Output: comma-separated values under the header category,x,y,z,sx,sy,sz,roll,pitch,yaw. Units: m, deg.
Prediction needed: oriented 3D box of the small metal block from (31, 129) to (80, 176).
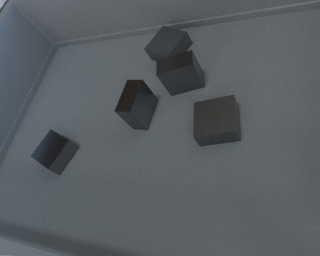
category,x,y,z,sx,sy,sz,roll,pitch,yaw
small metal block,-0.158,0.036,0.467,0.050,0.025,0.050,23,74,36

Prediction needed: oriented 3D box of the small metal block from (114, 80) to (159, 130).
category,x,y,z,sx,sy,sz,roll,pitch,yaw
small metal block,-0.030,-0.031,0.425,0.025,0.050,0.050,4,64,30

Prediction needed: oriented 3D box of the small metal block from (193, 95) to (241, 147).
category,x,y,z,sx,sy,sz,roll,pitch,yaw
small metal block,0.069,-0.008,0.375,0.050,0.025,0.050,-10,57,23

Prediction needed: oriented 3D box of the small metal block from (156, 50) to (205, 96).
category,x,y,z,sx,sy,sz,roll,pitch,yaw
small metal block,0.029,-0.073,0.419,0.050,0.050,0.025,-13,56,21

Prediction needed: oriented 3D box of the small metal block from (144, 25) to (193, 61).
category,x,y,z,sx,sy,sz,roll,pitch,yaw
small metal block,0.013,-0.126,0.476,0.050,0.025,0.050,30,78,37
